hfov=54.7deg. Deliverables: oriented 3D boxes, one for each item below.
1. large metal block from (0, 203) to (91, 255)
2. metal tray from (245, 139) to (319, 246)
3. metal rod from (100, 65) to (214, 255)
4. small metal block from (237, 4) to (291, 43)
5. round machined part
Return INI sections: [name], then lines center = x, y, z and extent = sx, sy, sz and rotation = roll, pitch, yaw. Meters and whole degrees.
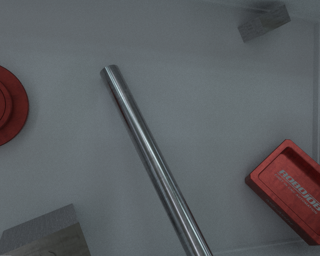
[large metal block]
center = -0.123, 0.130, 0.336
extent = 0.081, 0.080, 0.050
rotation = -20, 97, -19
[metal tray]
center = 0.203, 0.091, 0.450
extent = 0.090, 0.030, 0.130
rotation = -40, 72, -15
[metal rod]
center = 0.002, 0.056, 0.349
extent = 0.025, 0.025, 0.299
rotation = -22, 73, -19
[small metal block]
center = 0.152, -0.153, 0.455
extent = 0.050, 0.050, 0.025
rotation = -29, 100, -18
[round machined part]
center = -0.193, -0.024, 0.330
extent = 0.099, 0.042, 0.097
rotation = 0, 90, -21
